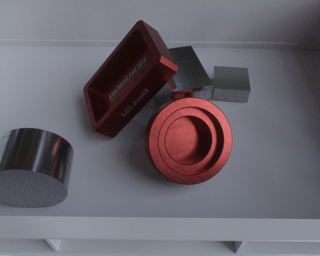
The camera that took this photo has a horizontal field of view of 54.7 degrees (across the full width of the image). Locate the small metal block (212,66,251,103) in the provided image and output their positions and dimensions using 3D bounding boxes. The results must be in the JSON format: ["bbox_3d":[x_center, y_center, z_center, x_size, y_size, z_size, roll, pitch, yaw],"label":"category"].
[{"bbox_3d":[0.105,-0.065,0.461,0.050,0.025,0.050,4,50,3],"label":"small metal block"}]

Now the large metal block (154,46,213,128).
[{"bbox_3d":[0.026,-0.049,0.410,0.050,0.080,0.080,-11,51,-11],"label":"large metal block"}]

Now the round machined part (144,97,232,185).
[{"bbox_3d":[0.030,0.013,0.361,0.099,0.042,0.097,-1,93,-14],"label":"round machined part"}]

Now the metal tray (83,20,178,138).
[{"bbox_3d":[-0.044,-0.061,0.395,0.030,0.130,0.090,24,32,-42],"label":"metal tray"}]

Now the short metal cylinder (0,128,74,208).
[{"bbox_3d":[-0.137,0.044,0.330,0.081,0.080,0.050,-2,50,-2],"label":"short metal cylinder"}]
